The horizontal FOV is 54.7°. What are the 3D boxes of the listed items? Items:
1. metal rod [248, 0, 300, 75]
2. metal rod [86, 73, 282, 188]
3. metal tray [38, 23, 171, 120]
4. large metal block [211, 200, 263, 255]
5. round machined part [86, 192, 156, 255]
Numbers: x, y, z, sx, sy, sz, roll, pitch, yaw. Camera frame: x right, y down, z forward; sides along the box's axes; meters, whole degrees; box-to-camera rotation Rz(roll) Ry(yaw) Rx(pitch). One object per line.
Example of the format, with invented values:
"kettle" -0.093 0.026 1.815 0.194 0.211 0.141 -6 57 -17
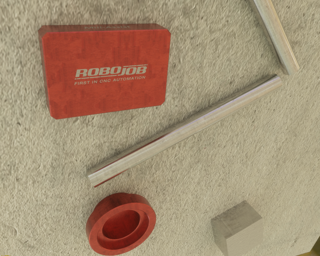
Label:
"metal rod" 0.110 -0.168 0.365 0.025 0.025 0.300 -45 130 3
"metal rod" 0.041 -0.002 0.430 0.302 0.025 0.025 -27 128 -12
"metal tray" -0.056 -0.063 0.335 0.131 0.030 0.089 -10 123 -24
"large metal block" 0.150 0.200 0.599 0.081 0.050 0.080 -25 128 -13
"round machined part" -0.059 0.133 0.448 0.099 0.042 0.097 -14 125 -21
